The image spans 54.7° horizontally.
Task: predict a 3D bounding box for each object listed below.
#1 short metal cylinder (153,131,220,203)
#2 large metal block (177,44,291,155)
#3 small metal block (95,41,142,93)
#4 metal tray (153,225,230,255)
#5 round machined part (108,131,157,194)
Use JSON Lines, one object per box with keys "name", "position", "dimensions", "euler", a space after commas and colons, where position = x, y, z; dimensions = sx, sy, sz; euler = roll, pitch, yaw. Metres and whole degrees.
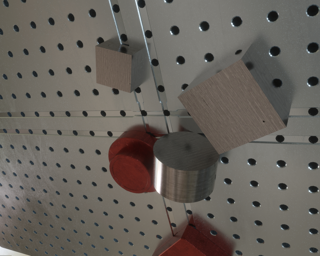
{"name": "short metal cylinder", "position": [0.031, 0.047, 0.388], "dimensions": [0.080, 0.080, 0.050], "euler": [15, 125, 20]}
{"name": "large metal block", "position": [0.081, -0.029, 0.335], "dimensions": [0.080, 0.050, 0.080], "euler": [-29, 103, 37]}
{"name": "small metal block", "position": [-0.052, -0.077, 0.391], "dimensions": [0.050, 0.025, 0.050], "euler": [18, 126, 17]}
{"name": "metal tray", "position": [0.046, 0.228, 0.525], "dimensions": [0.090, 0.030, 0.129], "euler": [38, 129, 2]}
{"name": "round machined part", "position": [-0.034, 0.057, 0.453], "dimensions": [0.098, 0.042, 0.097], "euler": [13, 124, 21]}
